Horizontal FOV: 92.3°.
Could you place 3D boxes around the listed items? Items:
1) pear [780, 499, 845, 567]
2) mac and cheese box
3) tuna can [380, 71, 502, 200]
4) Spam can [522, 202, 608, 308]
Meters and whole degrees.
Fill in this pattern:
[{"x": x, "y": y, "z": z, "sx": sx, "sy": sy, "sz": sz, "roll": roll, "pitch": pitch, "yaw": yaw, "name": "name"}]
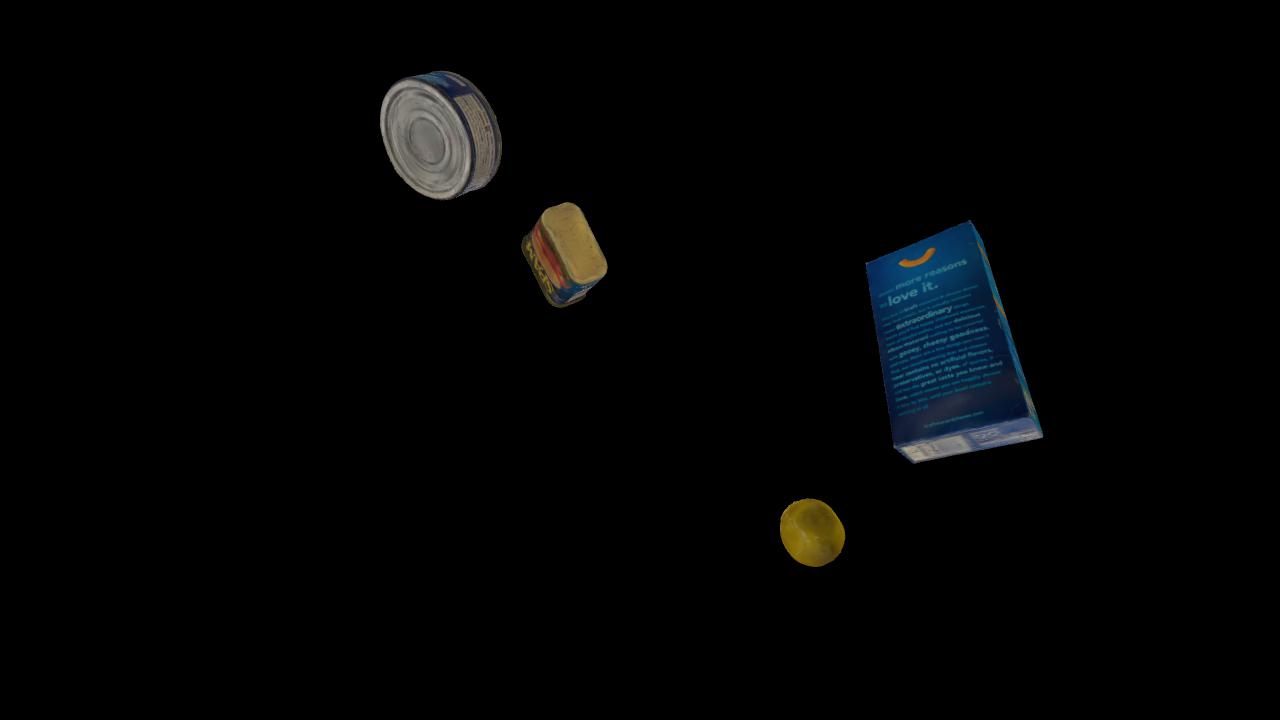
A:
[{"x": 0.209, "y": 0.226, "z": 0.764, "sx": 0.080, "sy": 0.111, "sz": 0.080, "roll": -4, "pitch": 45, "yaw": 4, "name": "pear"}, {"x": 0.238, "y": -0.017, "z": 0.485, "sx": 0.093, "sy": 0.184, "sz": 0.041, "roll": -23, "pitch": -44, "yaw": 37, "name": "mac and cheese box"}, {"x": -0.143, "y": -0.158, "z": 0.438, "sx": 0.084, "sy": 0.084, "sz": 0.034, "roll": 0, "pitch": 28, "yaw": 30, "name": "tuna can"}, {"x": -0.089, "y": -0.124, "z": 0.730, "sx": 0.058, "sy": 0.101, "sz": 0.085, "roll": -27, "pitch": 1, "yaw": -28, "name": "Spam can"}]
